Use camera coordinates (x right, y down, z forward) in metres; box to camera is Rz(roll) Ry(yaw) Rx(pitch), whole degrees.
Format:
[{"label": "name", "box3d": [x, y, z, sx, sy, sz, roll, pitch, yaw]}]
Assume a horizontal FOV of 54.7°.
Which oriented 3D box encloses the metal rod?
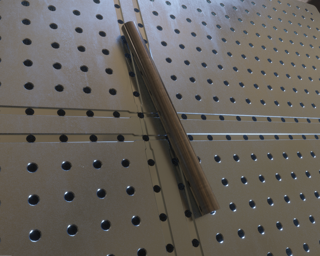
[{"label": "metal rod", "box3d": [0.008, -0.026, 0.429, 0.025, 0.025, 0.299, -10, 67, -33]}]
